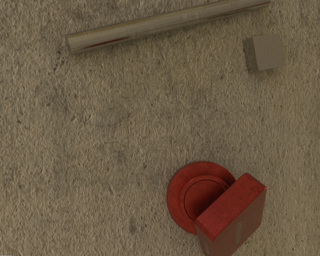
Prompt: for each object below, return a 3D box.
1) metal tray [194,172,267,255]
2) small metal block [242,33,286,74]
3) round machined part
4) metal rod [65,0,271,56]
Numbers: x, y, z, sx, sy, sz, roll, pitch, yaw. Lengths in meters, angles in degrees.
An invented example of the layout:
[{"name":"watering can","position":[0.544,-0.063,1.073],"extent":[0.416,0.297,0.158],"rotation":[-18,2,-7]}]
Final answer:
[{"name":"metal tray","position":[0.093,0.124,0.401],"extent":[0.090,0.030,0.130],"rotation":[-39,144,-16]},{"name":"small metal block","position":[0.157,-0.113,0.469],"extent":[0.050,0.025,0.050],"rotation":[-13,95,-20]},{"name":"round machined part","position":[0.058,0.093,0.407],"extent":[0.099,0.042,0.097],"rotation":[0,88,-1]},{"name":"metal rod","position":[0.025,-0.147,0.419],"extent":[0.302,0.025,0.025],"rotation":[-20,97,-19]}]
